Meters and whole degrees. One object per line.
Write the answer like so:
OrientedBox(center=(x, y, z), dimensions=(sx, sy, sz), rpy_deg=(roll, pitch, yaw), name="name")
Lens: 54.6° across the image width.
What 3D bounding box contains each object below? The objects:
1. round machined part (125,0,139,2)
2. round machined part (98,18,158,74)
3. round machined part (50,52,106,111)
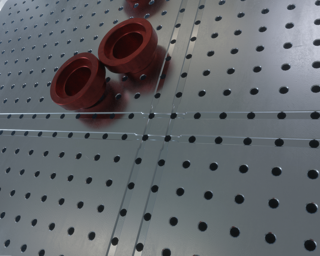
OrientedBox(center=(-0.050, -0.284, 0.600), dimensions=(0.098, 0.042, 0.098), rpy_deg=(-13, 56, 21), name="round machined part")
OrientedBox(center=(-0.048, -0.127, 0.501), dimensions=(0.098, 0.042, 0.098), rpy_deg=(-13, 56, 21), name="round machined part")
OrientedBox(center=(-0.127, -0.071, 0.506), dimensions=(0.098, 0.042, 0.098), rpy_deg=(-14, 58, 25), name="round machined part")
